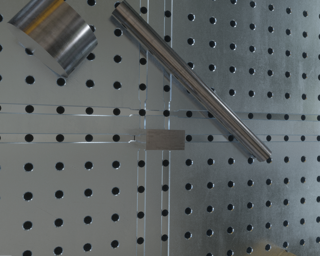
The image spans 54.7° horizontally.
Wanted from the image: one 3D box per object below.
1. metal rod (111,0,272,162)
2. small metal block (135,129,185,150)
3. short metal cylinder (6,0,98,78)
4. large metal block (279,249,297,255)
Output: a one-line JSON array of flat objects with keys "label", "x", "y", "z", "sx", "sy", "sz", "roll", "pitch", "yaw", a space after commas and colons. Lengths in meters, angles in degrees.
[{"label": "metal rod", "x": 0.053, "y": -0.056, "z": 0.433, "sx": 0.300, "sy": 0.025, "sz": 0.025, "roll": 43, "pitch": 77, "yaw": -16}, {"label": "small metal block", "x": -0.001, "y": 0.014, "z": 0.400, "sx": 0.050, "sy": 0.050, "sz": 0.025, "roll": 2, "pitch": 90, "yaw": -20}, {"label": "short metal cylinder", "x": -0.117, "y": -0.101, "z": 0.340, "sx": 0.080, "sy": 0.080, "sz": 0.050, "roll": 42, "pitch": 77, "yaw": -16}, {"label": "large metal block", "x": 0.203, "y": 0.253, "z": 0.477, "sx": 0.080, "sy": 0.050, "sz": 0.080, "roll": -37, "pitch": 102, "yaw": -16}]
